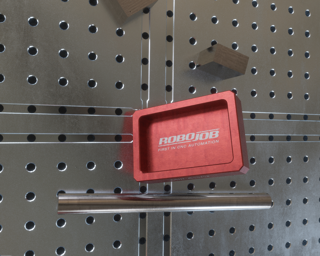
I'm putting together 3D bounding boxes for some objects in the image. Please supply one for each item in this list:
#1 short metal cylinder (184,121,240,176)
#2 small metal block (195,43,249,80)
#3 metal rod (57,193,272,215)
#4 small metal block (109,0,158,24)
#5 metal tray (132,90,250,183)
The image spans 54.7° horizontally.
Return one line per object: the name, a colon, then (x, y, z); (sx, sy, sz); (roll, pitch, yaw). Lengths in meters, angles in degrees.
short metal cylinder: (0.066, 0.027, 0.408); (0.080, 0.080, 0.050); (20, 84, -19)
small metal block: (0.086, -0.091, 0.430); (0.050, 0.050, 0.025); (18, 84, -19)
metal rod: (0.020, 0.101, 0.420); (0.302, 0.025, 0.025); (4, 89, -20)
small metal block: (-0.038, -0.172, 0.398); (0.050, 0.025, 0.050); (-37, 102, -16)
metal tray: (0.031, 0.014, 0.364); (0.030, 0.130, 0.090); (29, 55, -60)
